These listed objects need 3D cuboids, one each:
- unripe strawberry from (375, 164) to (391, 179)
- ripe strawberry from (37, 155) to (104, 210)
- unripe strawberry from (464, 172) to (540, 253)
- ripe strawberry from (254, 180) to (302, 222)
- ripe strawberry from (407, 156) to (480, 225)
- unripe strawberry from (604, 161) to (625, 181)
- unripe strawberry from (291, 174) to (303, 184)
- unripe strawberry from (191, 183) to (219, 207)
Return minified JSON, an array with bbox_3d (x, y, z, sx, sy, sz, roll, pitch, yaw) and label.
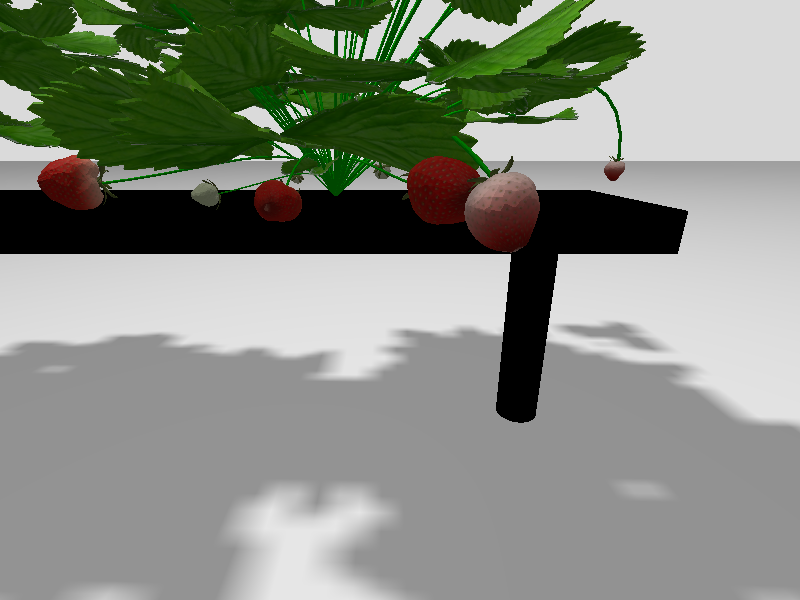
[{"bbox_3d":[-0.022,-0.166,0.522,0.021,0.018,0.021,3,-12,9],"label":"unripe strawberry"},{"bbox_3d":[-0.207,-0.074,0.253,0.032,0.033,0.029,-12,24,-27],"label":"ripe strawberry"},{"bbox_3d":[0.042,-0.033,0.159,0.028,0.030,0.030,-10,-11,-25],"label":"unripe strawberry"},{"bbox_3d":[-0.064,-0.050,0.206,0.024,0.021,0.024,1,26,3],"label":"ripe strawberry"},{"bbox_3d":[0.024,-0.053,0.195,0.038,0.033,0.038,-10,23,-26],"label":"ripe strawberry"},{"bbox_3d":[0.193,-0.116,0.361,0.015,0.018,0.018,-2,21,-6],"label":"unripe strawberry"},{"bbox_3d":[-0.122,-0.144,0.468,0.015,0.015,0.016,-10,4,-24],"label":"unripe strawberry"},{"bbox_3d":[-0.131,-0.070,0.269,0.016,0.016,0.017,-19,28,-40],"label":"unripe strawberry"}]
